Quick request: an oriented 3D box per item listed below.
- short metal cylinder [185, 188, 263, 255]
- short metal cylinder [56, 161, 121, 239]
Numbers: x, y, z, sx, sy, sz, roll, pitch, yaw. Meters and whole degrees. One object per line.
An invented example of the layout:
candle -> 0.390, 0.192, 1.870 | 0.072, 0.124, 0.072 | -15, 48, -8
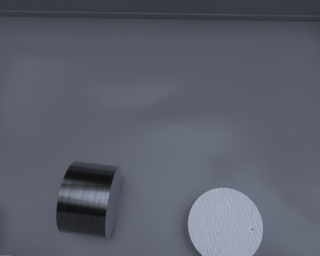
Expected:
short metal cylinder -> 0.070, 0.113, 0.356 | 0.081, 0.050, 0.080 | 0, 70, 0
short metal cylinder -> -0.077, 0.080, 0.350 | 0.050, 0.080, 0.080 | 7, 70, 2
